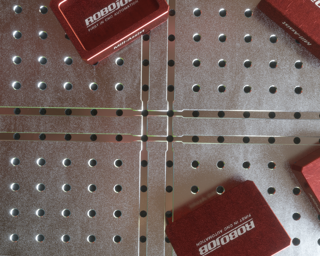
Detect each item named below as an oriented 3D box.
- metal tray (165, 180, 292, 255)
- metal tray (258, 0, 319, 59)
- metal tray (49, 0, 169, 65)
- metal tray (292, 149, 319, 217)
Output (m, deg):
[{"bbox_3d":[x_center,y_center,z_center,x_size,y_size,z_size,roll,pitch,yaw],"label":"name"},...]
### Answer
[{"bbox_3d":[0.084,0.137,0.395,0.130,0.030,0.090,-30,68,0],"label":"metal tray"},{"bbox_3d":[0.211,-0.160,0.412,0.130,0.030,0.090,40,90,0],"label":"metal tray"},{"bbox_3d":[-0.065,-0.155,0.410,0.130,0.030,0.090,-32,90,0],"label":"metal tray"},{"bbox_3d":[0.250,0.085,0.412,0.090,0.030,0.130,-31,90,0],"label":"metal tray"}]
